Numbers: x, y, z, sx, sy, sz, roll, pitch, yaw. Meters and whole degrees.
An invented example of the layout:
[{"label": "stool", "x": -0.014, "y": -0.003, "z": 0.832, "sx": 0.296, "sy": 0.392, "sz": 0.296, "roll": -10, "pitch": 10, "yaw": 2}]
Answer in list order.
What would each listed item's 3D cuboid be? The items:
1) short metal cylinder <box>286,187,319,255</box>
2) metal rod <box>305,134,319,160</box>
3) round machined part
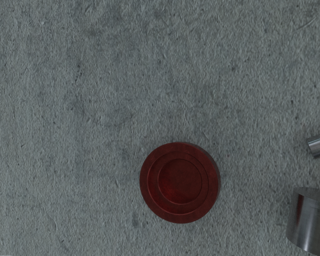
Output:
[{"label": "short metal cylinder", "x": 0.176, "y": 0.096, "z": 0.318, "sx": 0.080, "sy": 0.080, "sz": 0.050, "roll": 10, "pitch": 93, "yaw": 19}, {"label": "metal rod", "x": 0.301, "y": -0.031, "z": 0.302, "sx": 0.300, "sy": 0.025, "sz": 0.025, "roll": -23, "pitch": 83, "yaw": 18}, {"label": "round machined part", "x": 0.027, "y": 0.066, "z": 0.390, "sx": 0.098, "sy": 0.042, "sz": 0.097, "roll": 0, "pitch": 90, "yaw": 20}]
